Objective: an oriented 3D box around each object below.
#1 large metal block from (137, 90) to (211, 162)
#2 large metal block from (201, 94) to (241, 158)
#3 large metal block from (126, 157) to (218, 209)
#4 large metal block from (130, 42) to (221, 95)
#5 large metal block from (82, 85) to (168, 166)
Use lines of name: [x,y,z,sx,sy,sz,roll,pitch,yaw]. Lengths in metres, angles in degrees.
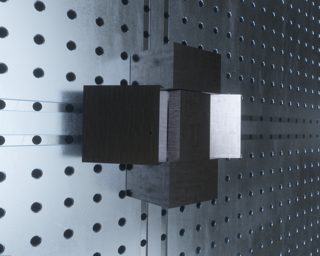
large metal block: [0.015,-0.002,0.387,0.050,0.080,0.079,1,89,-40]
large metal block: [0.074,-0.002,0.427,0.050,0.080,0.079,1,89,-3]
large metal block: [0.015,0.062,0.386,0.081,0.080,0.050,1,90,-40]
large metal block: [0.019,-0.068,0.390,0.081,0.080,0.050,1,90,-40]
large metal block: [-0.036,-0.004,0.337,0.050,0.080,0.079,1,90,-80]
